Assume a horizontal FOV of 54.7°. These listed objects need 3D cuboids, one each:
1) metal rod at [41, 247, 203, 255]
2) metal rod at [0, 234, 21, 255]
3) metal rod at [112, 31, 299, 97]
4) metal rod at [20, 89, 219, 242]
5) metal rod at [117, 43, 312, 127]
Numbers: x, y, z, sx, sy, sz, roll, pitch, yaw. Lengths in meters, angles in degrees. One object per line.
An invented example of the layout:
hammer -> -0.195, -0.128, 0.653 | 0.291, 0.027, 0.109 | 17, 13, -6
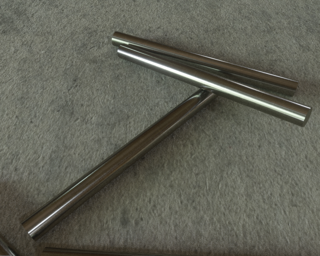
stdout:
metal rod -> 0.040, 0.134, 0.291 | 0.302, 0.025, 0.025 | 3, 50, 2
metal rod -> -0.126, 0.139, 0.284 | 0.300, 0.025, 0.025 | 31, 57, 23
metal rod -> 0.061, -0.105, 0.492 | 0.301, 0.025, 0.025 | 19, 53, 15
metal rod -> -0.027, 0.024, 0.382 | 0.025, 0.025, 0.302 | 38, 59, 27
metal rod -> 0.054, -0.069, 0.431 | 0.300, 0.025, 0.025 | 27, 54, 32
